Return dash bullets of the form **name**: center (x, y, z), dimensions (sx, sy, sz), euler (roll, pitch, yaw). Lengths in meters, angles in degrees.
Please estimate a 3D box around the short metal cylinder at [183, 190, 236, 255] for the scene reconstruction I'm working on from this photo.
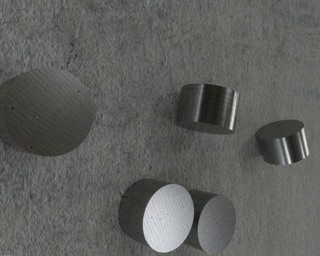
- **short metal cylinder**: center (0.063, 0.132, 0.442), dimensions (0.081, 0.050, 0.080), euler (0, 90, -40)

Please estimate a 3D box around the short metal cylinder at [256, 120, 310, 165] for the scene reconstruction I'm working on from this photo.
- **short metal cylinder**: center (0.219, 0.024, 0.552), dimensions (0.081, 0.080, 0.050), euler (-32, 110, -36)

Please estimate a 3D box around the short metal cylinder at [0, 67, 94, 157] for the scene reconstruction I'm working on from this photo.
- **short metal cylinder**: center (-0.112, -0.014, 0.295), dimensions (0.081, 0.050, 0.080), euler (0, 90, -40)

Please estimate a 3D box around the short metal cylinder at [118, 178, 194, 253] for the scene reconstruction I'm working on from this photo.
- **short metal cylinder**: center (-0.004, 0.106, 0.385), dimensions (0.081, 0.050, 0.080), euler (0, 90, -40)

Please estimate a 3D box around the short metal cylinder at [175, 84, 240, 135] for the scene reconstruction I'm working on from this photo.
- **short metal cylinder**: center (0.065, -0.024, 0.423), dimensions (0.081, 0.080, 0.050), euler (17, 79, -39)
